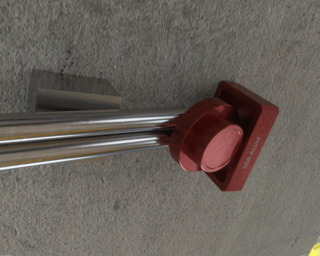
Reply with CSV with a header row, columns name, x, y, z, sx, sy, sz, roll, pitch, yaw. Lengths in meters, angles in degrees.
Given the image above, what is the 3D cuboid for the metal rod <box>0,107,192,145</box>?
name,x,y,z,sx,sy,sz,roll,pitch,yaw
metal rod,-0.024,-0.009,0.333,0.302,0.025,0.025,-5,122,-41

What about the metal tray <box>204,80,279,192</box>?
name,x,y,z,sx,sy,sz,roll,pitch,yaw
metal tray,0.097,0.011,0.427,0.030,0.090,0.129,4,117,-31

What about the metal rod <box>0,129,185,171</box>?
name,x,y,z,sx,sy,sz,roll,pitch,yaw
metal rod,-0.032,0.015,0.343,0.302,0.025,0.025,-5,122,-41

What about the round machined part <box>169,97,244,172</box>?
name,x,y,z,sx,sy,sz,roll,pitch,yaw
round machined part,0.063,0.015,0.380,0.099,0.042,0.097,-23,133,-27

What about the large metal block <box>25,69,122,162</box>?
name,x,y,z,sx,sy,sz,roll,pitch,yaw
large metal block,-0.095,-0.011,0.330,0.081,0.050,0.079,3,117,-30
